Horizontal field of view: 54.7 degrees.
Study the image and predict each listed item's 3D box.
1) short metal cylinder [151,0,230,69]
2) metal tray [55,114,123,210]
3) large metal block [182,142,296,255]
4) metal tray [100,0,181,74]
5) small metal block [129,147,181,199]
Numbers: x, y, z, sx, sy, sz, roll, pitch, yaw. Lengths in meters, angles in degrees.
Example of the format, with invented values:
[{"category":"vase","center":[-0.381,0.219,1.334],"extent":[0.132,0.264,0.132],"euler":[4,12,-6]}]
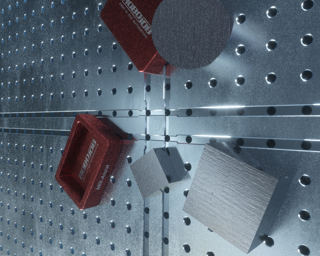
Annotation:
[{"category":"short metal cylinder","center":[0.036,-0.108,0.340],"extent":[0.080,0.050,0.079],"euler":[4,108,12]},{"category":"metal tray","center":[-0.118,0.053,0.500],"extent":[0.090,0.030,0.129],"euler":[37,113,33]},{"category":"large metal block","center":[0.081,0.068,0.325],"extent":[0.080,0.050,0.079],"euler":[27,107,36]},{"category":"metal tray","center":[-0.022,-0.148,0.423],"extent":[0.090,0.030,0.130],"euler":[-48,62,29]},{"category":"small metal block","center":[-0.007,0.060,0.414],"extent":[0.050,0.025,0.050],"euler":[-38,67,33]}]
